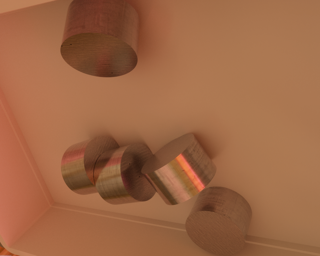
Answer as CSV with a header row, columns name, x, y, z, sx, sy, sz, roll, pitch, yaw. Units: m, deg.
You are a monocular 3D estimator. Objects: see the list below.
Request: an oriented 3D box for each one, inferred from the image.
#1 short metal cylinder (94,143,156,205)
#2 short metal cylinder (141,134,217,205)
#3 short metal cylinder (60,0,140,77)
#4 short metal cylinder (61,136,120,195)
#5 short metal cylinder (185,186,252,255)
name,x,y,z,sx,sy,sz,roll,pitch,yaw
short metal cylinder,-0.046,0.066,0.438,0.050,0.080,0.080,-16,110,34
short metal cylinder,0.024,0.051,0.392,0.080,0.080,0.050,-28,103,37
short metal cylinder,-0.063,-0.098,0.339,0.080,0.050,0.080,1,158,1
short metal cylinder,-0.097,0.056,0.459,0.050,0.080,0.080,-17,110,35
short metal cylinder,0.082,0.128,0.429,0.080,0.050,0.079,13,124,21
